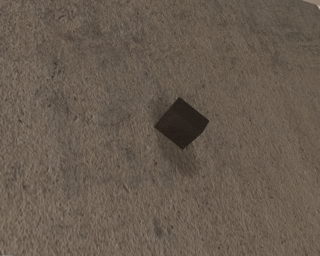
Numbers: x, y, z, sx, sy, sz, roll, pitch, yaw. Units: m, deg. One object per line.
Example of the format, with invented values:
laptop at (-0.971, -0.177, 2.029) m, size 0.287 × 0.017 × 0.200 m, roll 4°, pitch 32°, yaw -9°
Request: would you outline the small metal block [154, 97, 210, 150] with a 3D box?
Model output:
small metal block at (0.028, -0.005, 0.408) m, size 0.050 × 0.050 × 0.025 m, roll 38°, pitch 51°, yaw -3°
